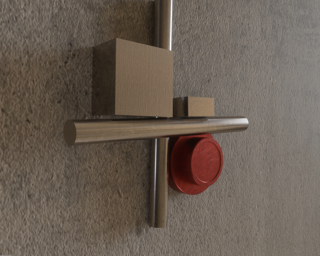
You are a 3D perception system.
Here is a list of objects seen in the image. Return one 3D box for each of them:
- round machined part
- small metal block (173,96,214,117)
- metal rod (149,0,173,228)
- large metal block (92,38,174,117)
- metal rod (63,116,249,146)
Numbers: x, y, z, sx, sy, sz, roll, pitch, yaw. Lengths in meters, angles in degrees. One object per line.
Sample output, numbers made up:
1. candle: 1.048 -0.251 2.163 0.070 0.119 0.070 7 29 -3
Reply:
1. round machined part: 0.053 0.047 0.441 0.099 0.042 0.097 0 90 -40
2. small metal block: 0.038 -0.028 0.425 0.050 0.050 0.025 -2 92 -40
3. metal rod: 0.001 -0.022 0.409 0.025 0.025 0.298 2 89 -40
4. large metal block: -0.031 -0.053 0.364 0.081 0.050 0.079 1 90 -40
5. metal rod: 0.024 -0.001 0.396 0.302 0.025 0.025 -3 92 -44
